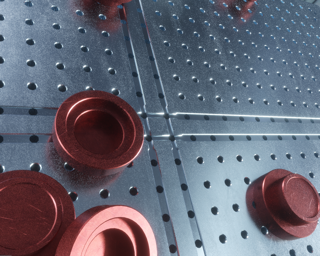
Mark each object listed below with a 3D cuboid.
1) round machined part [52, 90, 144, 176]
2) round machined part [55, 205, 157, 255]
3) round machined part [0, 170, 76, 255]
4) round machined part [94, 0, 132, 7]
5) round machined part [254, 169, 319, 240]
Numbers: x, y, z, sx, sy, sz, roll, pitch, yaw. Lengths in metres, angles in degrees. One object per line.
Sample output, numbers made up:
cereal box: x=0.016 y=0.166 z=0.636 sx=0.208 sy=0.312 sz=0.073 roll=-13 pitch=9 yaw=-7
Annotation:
round machined part: x=-0.072 y=0.009 z=0.353 sx=0.099 sy=0.042 sz=0.098 roll=13 pitch=56 yaw=-21
round machined part: x=-0.052 y=0.120 z=0.280 sx=0.099 sy=0.042 sz=0.098 roll=14 pitch=70 yaw=-45
round machined part: x=-0.126 y=0.083 z=0.279 sx=0.099 sy=0.042 sz=0.098 roll=13 pitch=56 yaw=-21
round machined part: x=-0.083 y=-0.235 z=0.495 sx=0.099 sy=0.042 sz=0.098 roll=13 pitch=56 yaw=-21
round machined part: x=0.184 y=0.102 z=0.433 sx=0.099 sy=0.042 sz=0.098 roll=13 pitch=56 yaw=-21
